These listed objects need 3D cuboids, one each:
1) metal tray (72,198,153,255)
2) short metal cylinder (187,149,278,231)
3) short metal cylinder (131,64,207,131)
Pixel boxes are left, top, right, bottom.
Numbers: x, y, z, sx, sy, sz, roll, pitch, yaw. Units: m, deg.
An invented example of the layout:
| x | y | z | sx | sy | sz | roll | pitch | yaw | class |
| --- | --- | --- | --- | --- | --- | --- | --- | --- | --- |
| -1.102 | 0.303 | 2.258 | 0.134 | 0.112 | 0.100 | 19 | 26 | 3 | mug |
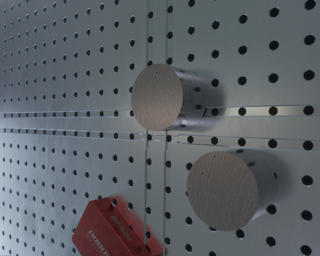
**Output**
| x | y | z | sx | sy | sz | roll | pitch | yaw | class |
| --- | --- | --- | --- | --- | --- | --- | --- | --- | --- |
| -0.077 | 0.182 | 0.469 | 0.130 | 0.030 | 0.089 | 42 | 115 | 32 | metal tray |
| 0.076 | 0.063 | 0.330 | 0.080 | 0.050 | 0.079 | 0 | 90 | 40 | short metal cylinder |
| 0.011 | -0.036 | 0.384 | 0.080 | 0.050 | 0.079 | 0 | 90 | 40 | short metal cylinder |
